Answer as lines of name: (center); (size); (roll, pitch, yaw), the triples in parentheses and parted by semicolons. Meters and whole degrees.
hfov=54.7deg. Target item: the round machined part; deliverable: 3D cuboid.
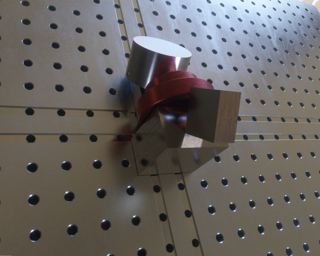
round machined part: (0.019, -0.034, 0.380); (0.099, 0.097, 0.042); (1, 62, -28)

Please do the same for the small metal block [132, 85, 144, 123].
small metal block: (-0.006, -0.034, 0.426); (0.050, 0.025, 0.050); (1, 61, -28)

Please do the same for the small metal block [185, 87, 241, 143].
small metal block: (0.052, -0.014, 0.314); (0.025, 0.050, 0.050); (2, 99, -29)

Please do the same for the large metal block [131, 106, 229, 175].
large metal block: (0.021, 0.017, 0.374); (0.081, 0.080, 0.050); (1, 62, -28)

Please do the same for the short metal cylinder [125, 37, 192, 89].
short metal cylinder: (-0.003, -0.088, 0.424); (0.081, 0.050, 0.080); (14, 27, -7)
